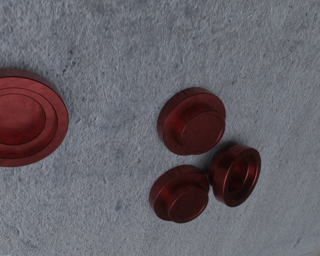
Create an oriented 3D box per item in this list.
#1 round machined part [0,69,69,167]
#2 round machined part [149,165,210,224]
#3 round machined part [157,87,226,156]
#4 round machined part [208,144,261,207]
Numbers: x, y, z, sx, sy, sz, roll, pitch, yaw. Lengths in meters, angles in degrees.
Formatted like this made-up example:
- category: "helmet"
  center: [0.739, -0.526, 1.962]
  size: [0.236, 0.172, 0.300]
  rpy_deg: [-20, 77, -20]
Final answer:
- category: "round machined part"
  center: [-0.145, -0.013, 0.308]
  size: [0.099, 0.042, 0.097]
  rpy_deg: [-14, 124, -21]
- category: "round machined part"
  center: [0.036, 0.109, 0.483]
  size: [0.099, 0.042, 0.097]
  rpy_deg: [-14, 124, -21]
- category: "round machined part"
  center: [0.049, -0.003, 0.421]
  size: [0.099, 0.042, 0.097]
  rpy_deg: [-14, 124, -21]
- category: "round machined part"
  center: [0.114, 0.071, 0.490]
  size: [0.099, 0.042, 0.097]
  rpy_deg: [-18, 117, -38]
